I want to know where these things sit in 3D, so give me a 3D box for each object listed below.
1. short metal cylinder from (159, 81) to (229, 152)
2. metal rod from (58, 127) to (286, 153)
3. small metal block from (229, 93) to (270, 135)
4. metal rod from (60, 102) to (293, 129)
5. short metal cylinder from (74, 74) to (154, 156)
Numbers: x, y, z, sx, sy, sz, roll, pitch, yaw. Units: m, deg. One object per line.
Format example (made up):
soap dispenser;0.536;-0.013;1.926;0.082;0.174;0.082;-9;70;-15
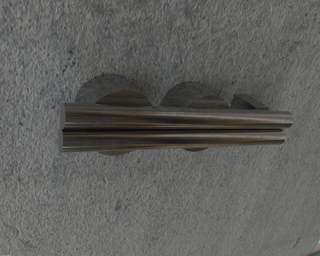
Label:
short metal cylinder;0.044;-0.016;0.407;0.081;0.050;0.079;-14;124;-21
metal rod;0.037;0.011;0.370;0.303;0.025;0.025;0;119;-29
small metal block;0.124;-0.018;0.451;0.025;0.050;0.050;-2;119;-28
metal rod;0.043;-0.011;0.359;0.303;0.025;0.025;0;119;-29
short metal cylinder;-0.052;-0.015;0.353;0.081;0.050;0.079;-14;124;-21
